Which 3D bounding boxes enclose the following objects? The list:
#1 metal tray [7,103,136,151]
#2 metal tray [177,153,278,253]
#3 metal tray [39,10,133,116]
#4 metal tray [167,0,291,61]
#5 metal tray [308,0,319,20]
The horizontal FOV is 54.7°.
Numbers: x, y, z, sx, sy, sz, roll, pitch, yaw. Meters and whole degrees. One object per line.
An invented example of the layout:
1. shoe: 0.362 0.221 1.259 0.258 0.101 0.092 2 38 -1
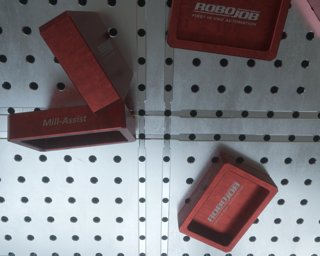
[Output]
1. metal tray: -0.100 0.002 0.377 0.131 0.090 0.030 -6 77 2
2. metal tray: 0.096 0.112 0.453 0.090 0.030 0.129 27 108 -10
3. metal tray: -0.068 -0.075 0.329 0.030 0.130 0.090 -28 108 9
4. metal tray: 0.078 -0.133 0.362 0.131 0.030 0.089 7 110 -3
5. metal tray: 0.239 -0.174 0.349 0.130 0.030 0.090 -37 107 12
